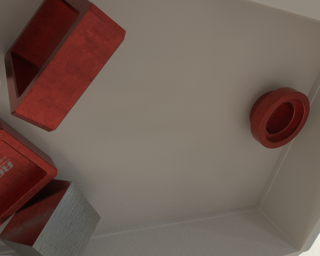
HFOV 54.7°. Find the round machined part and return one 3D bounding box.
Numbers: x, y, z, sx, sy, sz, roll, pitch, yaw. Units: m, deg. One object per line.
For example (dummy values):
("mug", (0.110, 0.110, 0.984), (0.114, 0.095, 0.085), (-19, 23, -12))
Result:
("round machined part", (0.182, -0.020, 0.488), (0.099, 0.042, 0.097), (-14, 125, -21))

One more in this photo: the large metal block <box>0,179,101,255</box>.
("large metal block", (-0.125, 0.118, 0.369), (0.080, 0.050, 0.080), (68, 34, -40))

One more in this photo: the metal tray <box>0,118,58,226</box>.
("metal tray", (-0.189, 0.062, 0.328), (0.130, 0.030, 0.090), (-43, 133, -8))

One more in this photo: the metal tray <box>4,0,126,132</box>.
("metal tray", (-0.086, -0.066, 0.253), (0.030, 0.130, 0.090), (33, 100, -39))
